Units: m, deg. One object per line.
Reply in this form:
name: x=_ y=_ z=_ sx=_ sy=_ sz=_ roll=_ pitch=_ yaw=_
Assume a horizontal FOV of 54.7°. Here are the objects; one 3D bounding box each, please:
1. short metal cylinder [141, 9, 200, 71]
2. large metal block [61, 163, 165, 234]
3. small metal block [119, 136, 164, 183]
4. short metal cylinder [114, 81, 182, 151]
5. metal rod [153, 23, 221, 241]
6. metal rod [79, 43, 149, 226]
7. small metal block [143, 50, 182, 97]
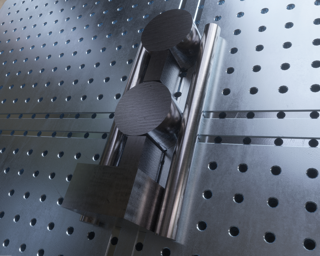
short metal cylinder: x=0.019 y=-0.129 z=0.461 sx=0.080 sy=0.050 sz=0.080 roll=-13 pitch=56 yaw=21
large metal block: x=-0.046 y=0.080 z=0.348 sx=0.080 sy=0.080 sz=0.050 roll=1 pitch=62 yaw=28
small metal block: x=-0.022 y=0.043 z=0.377 sx=0.025 sy=0.050 sz=0.050 roll=0 pitch=62 yaw=28
short metal cylinder: x=-0.012 y=-0.014 z=0.407 sx=0.080 sy=0.050 sz=0.080 roll=-13 pitch=56 yaw=21
metal rod: x=0.041 y=-0.014 z=0.394 sx=0.025 sy=0.025 sz=0.300 roll=1 pitch=62 yaw=29
metal rod: x=-0.052 y=-0.014 z=0.443 sx=0.025 sy=0.025 sz=0.300 roll=1 pitch=62 yaw=29
small metal block: x=0.005 y=-0.072 z=0.432 sx=0.025 sy=0.050 sz=0.050 roll=1 pitch=62 yaw=29
